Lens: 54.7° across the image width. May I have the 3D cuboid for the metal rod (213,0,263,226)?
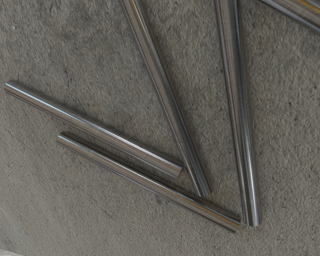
[{"bbox_3d":[0.092,-0.008,0.353,0.025,0.025,0.298,0,119,28],"label":"metal rod"}]

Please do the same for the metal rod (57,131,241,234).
[{"bbox_3d":[-0.025,0.077,0.467,0.301,0.025,0.025,24,127,13],"label":"metal rod"}]

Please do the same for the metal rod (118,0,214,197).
[{"bbox_3d":[0.008,-0.043,0.376,0.025,0.025,0.299,-9,114,32],"label":"metal rod"}]

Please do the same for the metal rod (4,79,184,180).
[{"bbox_3d":[-0.104,-0.003,0.459,0.301,0.025,0.025,25,127,12],"label":"metal rod"}]

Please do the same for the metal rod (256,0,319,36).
[{"bbox_3d":[0.210,-0.051,0.263,0.301,0.025,0.025,33,129,6],"label":"metal rod"}]
